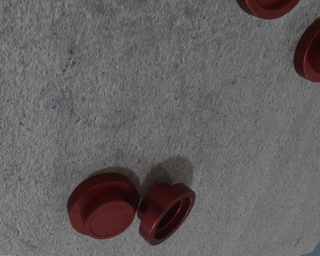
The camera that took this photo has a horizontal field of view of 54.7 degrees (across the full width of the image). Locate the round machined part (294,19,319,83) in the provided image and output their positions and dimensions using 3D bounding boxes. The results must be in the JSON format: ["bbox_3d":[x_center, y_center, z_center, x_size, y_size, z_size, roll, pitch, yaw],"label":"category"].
[{"bbox_3d":[0.255,-0.114,0.464,0.099,0.042,0.097,-14,124,-21],"label":"round machined part"}]

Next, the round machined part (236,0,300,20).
[{"bbox_3d":[0.123,-0.178,0.352,0.099,0.042,0.097,-14,124,-21],"label":"round machined part"}]

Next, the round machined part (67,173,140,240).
[{"bbox_3d":[-0.074,0.113,0.425,0.099,0.042,0.097,-14,124,-21],"label":"round machined part"}]

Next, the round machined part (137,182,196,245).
[{"bbox_3d":[0.005,0.121,0.459,0.099,0.042,0.097,-35,144,-30],"label":"round machined part"}]
